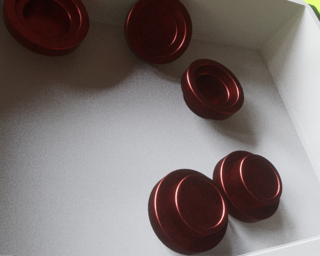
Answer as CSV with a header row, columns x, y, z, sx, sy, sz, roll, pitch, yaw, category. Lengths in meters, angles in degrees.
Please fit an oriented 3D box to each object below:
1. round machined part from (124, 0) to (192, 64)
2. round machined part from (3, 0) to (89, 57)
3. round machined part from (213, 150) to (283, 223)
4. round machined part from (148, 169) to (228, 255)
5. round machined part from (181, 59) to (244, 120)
x,y,z,sx,sy,sz,roll,pitch,yaw,category
-0.005,-0.145,0.461,0.099,0.042,0.097,-5,106,-18,round machined part
-0.144,-0.134,0.391,0.099,0.042,0.098,11,69,-29,round machined part
0.124,0.074,0.419,0.099,0.042,0.098,14,56,-21,round machined part
0.039,0.093,0.361,0.099,0.042,0.098,14,56,-21,round machined part
0.074,-0.054,0.470,0.099,0.042,0.098,14,56,-21,round machined part
